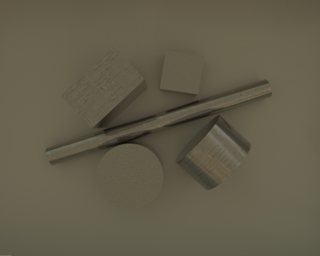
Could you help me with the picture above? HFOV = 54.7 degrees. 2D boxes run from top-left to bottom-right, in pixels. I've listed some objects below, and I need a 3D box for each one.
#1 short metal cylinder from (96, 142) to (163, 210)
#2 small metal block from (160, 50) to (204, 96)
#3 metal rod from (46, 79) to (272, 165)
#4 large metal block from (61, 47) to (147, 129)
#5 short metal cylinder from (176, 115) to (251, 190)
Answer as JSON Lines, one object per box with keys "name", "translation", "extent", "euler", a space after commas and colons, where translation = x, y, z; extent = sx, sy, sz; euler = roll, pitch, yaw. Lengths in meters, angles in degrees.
{"name": "short metal cylinder", "translation": [-0.036, 0.058, 0.396], "extent": [0.081, 0.050, 0.079], "euler": [0, 90, -1]}
{"name": "small metal block", "translation": [0.028, -0.072, 0.410], "extent": [0.050, 0.025, 0.050], "euler": [9, 90, -1]}
{"name": "metal rod", "translation": [-0.001, -0.008, 0.410], "extent": [0.302, 0.025, 0.025], "euler": [-17, 90, -1]}
{"name": "large metal block", "translation": [-0.063, -0.045, 0.382], "extent": [0.080, 0.080, 0.050], "euler": [-43, 91, 0]}
{"name": "short metal cylinder", "translation": [0.065, 0.030, 0.384], "extent": [0.050, 0.080, 0.080], "euler": [43, 90, -1]}
